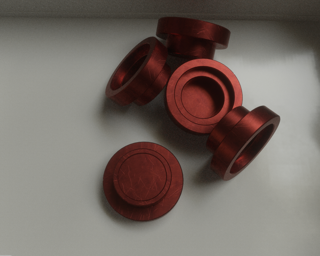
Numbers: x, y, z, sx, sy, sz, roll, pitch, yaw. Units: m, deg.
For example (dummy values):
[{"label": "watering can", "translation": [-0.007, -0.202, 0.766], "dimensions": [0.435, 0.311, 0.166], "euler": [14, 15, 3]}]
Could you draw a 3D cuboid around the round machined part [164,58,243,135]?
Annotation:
[{"label": "round machined part", "translation": [0.054, -0.038, 0.407], "dimensions": [0.099, 0.042, 0.097], "euler": [1, 81, -6]}]

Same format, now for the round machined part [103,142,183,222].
[{"label": "round machined part", "translation": [-0.021, 0.063, 0.377], "dimensions": [0.099, 0.042, 0.098], "euler": [0, 70, 0]}]

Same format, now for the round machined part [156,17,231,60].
[{"label": "round machined part", "translation": [0.043, -0.116, 0.421], "dimensions": [0.099, 0.098, 0.042], "euler": [11, 99, 4]}]

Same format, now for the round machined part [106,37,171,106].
[{"label": "round machined part", "translation": [-0.024, -0.068, 0.406], "dimensions": [0.042, 0.098, 0.098], "euler": [37, 70, -27]}]

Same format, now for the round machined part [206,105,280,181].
[{"label": "round machined part", "translation": [0.093, 0.013, 0.368], "dimensions": [0.098, 0.098, 0.042], "euler": [-41, 63, -13]}]
